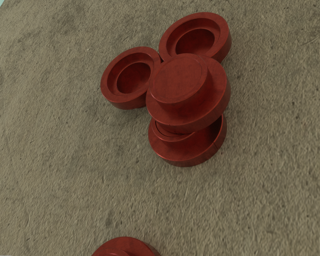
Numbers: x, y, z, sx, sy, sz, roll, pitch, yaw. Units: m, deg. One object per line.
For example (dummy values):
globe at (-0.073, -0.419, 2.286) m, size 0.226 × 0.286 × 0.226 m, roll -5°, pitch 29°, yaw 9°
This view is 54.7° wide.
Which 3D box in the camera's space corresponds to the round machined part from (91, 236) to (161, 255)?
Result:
round machined part at (-0.043, 0.161, 0.317) m, size 0.098 × 0.042 × 0.098 m, roll -13°, pitch 56°, yaw 21°

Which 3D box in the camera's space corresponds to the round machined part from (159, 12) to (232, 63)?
round machined part at (0.051, -0.111, 0.433) m, size 0.098 × 0.042 × 0.098 m, roll -12°, pitch 56°, yaw 19°

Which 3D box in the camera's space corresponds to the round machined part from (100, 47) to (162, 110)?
round machined part at (-0.034, -0.068, 0.453) m, size 0.098 × 0.042 × 0.098 m, roll -13°, pitch 56°, yaw 21°

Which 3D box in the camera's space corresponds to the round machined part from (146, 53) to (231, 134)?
round machined part at (0.027, -0.046, 0.353) m, size 0.098 × 0.042 × 0.098 m, roll -13°, pitch 55°, yaw 20°

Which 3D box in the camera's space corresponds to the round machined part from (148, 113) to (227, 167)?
round machined part at (0.029, -0.005, 0.381) m, size 0.098 × 0.042 × 0.098 m, roll -13°, pitch 56°, yaw 21°
